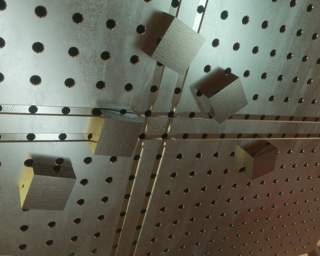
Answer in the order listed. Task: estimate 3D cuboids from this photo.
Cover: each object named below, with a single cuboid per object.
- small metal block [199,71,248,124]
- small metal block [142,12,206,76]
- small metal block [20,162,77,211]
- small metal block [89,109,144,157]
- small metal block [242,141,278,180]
[{"bbox_3d":[0.090,-0.042,0.433,0.050,0.025,0.050,-35,129,-5],"label":"small metal block"},{"bbox_3d":[0.017,-0.096,0.360,0.050,0.025,0.050,23,106,-37],"label":"small metal block"},{"bbox_3d":[-0.137,0.073,0.381,0.050,0.025,0.050,14,111,-34],"label":"small metal block"},{"bbox_3d":[-0.055,0.007,0.385,0.050,0.025,0.050,8,115,-32],"label":"small metal block"},{"bbox_3d":[0.174,0.057,0.540,0.050,0.025,0.050,-18,126,-18],"label":"small metal block"}]
